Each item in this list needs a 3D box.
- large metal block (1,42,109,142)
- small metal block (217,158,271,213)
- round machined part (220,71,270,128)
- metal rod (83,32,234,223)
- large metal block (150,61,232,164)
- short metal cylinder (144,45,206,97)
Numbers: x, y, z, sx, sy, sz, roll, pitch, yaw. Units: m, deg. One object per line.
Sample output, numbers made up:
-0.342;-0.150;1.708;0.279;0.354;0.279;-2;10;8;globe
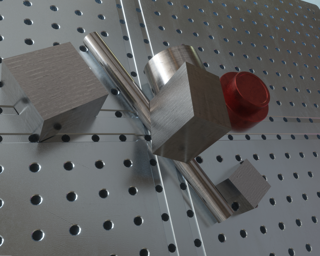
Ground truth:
-0.120;-0.043;0.353;0.081;0.050;0.080;-30;79;-38;large metal block
0.115;0.078;0.422;0.050;0.025;0.050;-35;82;-38;small metal block
0.138;-0.053;0.504;0.099;0.042;0.098;14;56;-21;round machined part
-0.007;-0.007;0.408;0.025;0.025;0.299;-30;78;-38;metal rod
0.031;-0.016;0.366;0.050;0.080;0.080;18;48;-27;large metal block
0.024;-0.068;0.427;0.081;0.080;0.050;-9;67;-32;short metal cylinder
